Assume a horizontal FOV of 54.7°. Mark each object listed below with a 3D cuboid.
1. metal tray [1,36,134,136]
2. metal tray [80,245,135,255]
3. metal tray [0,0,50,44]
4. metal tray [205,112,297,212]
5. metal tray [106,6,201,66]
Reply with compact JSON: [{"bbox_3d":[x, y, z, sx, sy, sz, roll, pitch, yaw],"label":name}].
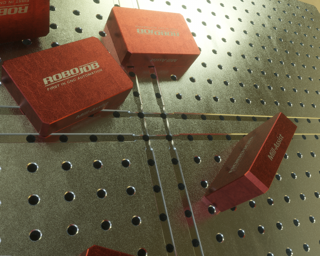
[{"bbox_3d":[-0.109,-0.057,0.382,0.131,0.030,0.090,-31,79,-38],"label":"metal tray"},{"bbox_3d":[-0.042,0.182,0.272,0.091,0.030,0.130,23,53,-15],"label":"metal tray"},{"bbox_3d":[-0.192,-0.140,0.345,0.131,0.089,0.030,-25,59,-37],"label":"metal tray"},{"bbox_3d":[0.120,0.043,0.406,0.030,0.090,0.131,43,51,1],"label":"metal tray"},{"bbox_3d":[-0.009,-0.143,0.489,0.131,0.030,0.090,-7,65,-32],"label":"metal tray"}]
